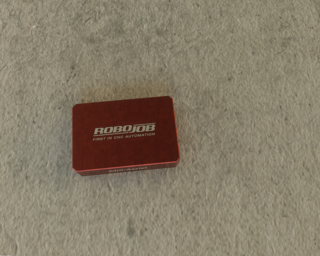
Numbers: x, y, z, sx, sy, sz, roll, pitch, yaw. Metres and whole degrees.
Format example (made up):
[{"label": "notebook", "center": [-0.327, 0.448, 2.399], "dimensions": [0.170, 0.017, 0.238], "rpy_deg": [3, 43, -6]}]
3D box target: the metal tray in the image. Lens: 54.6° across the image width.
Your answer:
[{"label": "metal tray", "center": [-0.044, 0.010, 0.402], "dimensions": [0.131, 0.030, 0.090], "rpy_deg": [-5, 70, -2]}]
